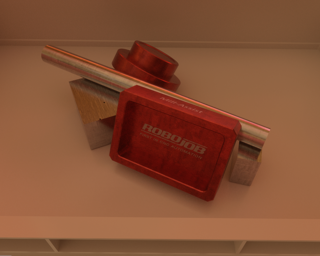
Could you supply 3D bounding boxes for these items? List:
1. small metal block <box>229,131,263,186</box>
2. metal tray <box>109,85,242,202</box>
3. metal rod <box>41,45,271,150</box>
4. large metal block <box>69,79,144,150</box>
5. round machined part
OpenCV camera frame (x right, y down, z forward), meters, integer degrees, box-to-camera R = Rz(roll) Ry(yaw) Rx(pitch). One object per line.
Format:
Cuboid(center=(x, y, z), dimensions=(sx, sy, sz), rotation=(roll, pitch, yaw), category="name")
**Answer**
Cuboid(center=(0.101, 0.031, 0.362), dimensions=(0.025, 0.050, 0.050), rotation=(11, 51, 9), category="small metal block")
Cuboid(center=(0.012, 0.015, 0.344), dimensions=(0.130, 0.089, 0.030), rotation=(21, 26, 16), category="metal tray")
Cuboid(center=(-0.019, -0.044, 0.374), dimensions=(0.301, 0.025, 0.025), rotation=(23, 54, 18), category="metal rod")
Cuboid(center=(-0.066, -0.028, 0.409), dimensions=(0.081, 0.050, 0.080), rotation=(-18, 52, -15), category="large metal block")
Cuboid(center=(-0.013, -0.087, 0.431), dimensions=(0.098, 0.042, 0.098), rotation=(26, 20, -10), category="round machined part")
